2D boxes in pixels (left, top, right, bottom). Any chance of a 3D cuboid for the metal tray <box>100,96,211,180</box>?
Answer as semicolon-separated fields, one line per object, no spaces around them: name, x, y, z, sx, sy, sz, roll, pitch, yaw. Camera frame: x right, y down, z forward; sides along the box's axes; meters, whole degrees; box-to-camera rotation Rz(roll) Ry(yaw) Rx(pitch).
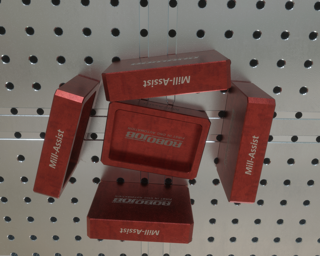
metal tray;-0.007;0.014;0.415;0.131;0.030;0.089;10;110;-4

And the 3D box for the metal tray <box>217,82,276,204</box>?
metal tray;0.101;0.015;0.385;0.030;0.090;0.129;4;110;-2

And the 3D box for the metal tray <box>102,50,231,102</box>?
metal tray;0.007;-0.062;0.355;0.131;0.090;0.030;-6;110;2

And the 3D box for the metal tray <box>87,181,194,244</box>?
metal tray;-0.024;0.111;0.419;0.131;0.090;0.030;4;110;-1

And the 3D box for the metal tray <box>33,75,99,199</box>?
metal tray;-0.113;0.008;0.381;0.030;0.090;0.129;17;109;-6
